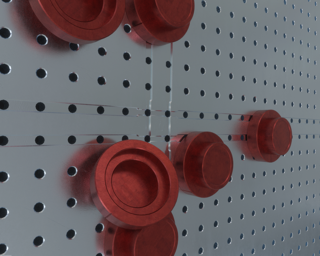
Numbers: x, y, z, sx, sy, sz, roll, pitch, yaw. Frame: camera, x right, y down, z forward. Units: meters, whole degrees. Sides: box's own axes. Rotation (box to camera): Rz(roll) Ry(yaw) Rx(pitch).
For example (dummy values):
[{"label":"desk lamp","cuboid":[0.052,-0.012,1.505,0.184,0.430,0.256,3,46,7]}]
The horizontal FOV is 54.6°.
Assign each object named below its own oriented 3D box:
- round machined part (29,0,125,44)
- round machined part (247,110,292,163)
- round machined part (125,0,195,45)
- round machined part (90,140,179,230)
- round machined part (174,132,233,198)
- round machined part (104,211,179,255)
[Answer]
[{"label":"round machined part","cuboid":[-0.089,-0.136,0.323,0.099,0.042,0.097,0,90,-40]},{"label":"round machined part","cuboid":[0.207,0.015,0.569,0.099,0.042,0.097,0,90,-40]},{"label":"round machined part","cuboid":[0.007,-0.161,0.402,0.099,0.042,0.097,0,90,-40]},{"label":"round machined part","cuboid":[-0.031,0.066,0.354,0.099,0.042,0.098,13,58,-22]},{"label":"round machined part","cuboid":[0.070,0.054,0.456,0.099,0.042,0.097,0,90,-40]},{"label":"round machined part","cuboid":[-0.016,0.138,0.384,0.099,0.042,0.097,0,90,-40]}]
